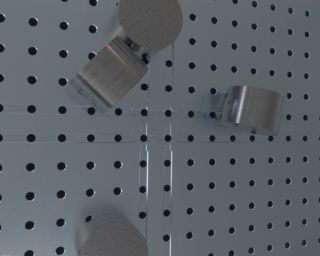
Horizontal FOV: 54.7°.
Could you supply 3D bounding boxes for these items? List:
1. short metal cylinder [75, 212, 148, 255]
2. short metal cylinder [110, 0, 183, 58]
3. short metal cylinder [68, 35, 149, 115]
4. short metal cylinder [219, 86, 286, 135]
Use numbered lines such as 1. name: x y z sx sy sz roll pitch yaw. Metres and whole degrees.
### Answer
1. short metal cylinder: -0.060 0.149 0.377 0.081 0.050 0.079 0 90 -20
2. short metal cylinder: -0.018 -0.134 0.392 0.081 0.050 0.079 0 90 -20
3. short metal cylinder: -0.059 -0.061 0.361 0.050 0.080 0.080 46 76 -15
4. short metal cylinder: 0.127 -0.023 0.430 0.081 0.080 0.050 15 85 -20
